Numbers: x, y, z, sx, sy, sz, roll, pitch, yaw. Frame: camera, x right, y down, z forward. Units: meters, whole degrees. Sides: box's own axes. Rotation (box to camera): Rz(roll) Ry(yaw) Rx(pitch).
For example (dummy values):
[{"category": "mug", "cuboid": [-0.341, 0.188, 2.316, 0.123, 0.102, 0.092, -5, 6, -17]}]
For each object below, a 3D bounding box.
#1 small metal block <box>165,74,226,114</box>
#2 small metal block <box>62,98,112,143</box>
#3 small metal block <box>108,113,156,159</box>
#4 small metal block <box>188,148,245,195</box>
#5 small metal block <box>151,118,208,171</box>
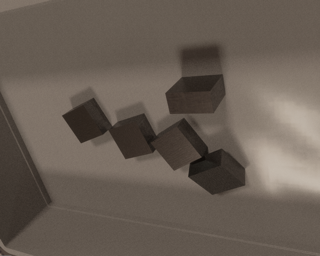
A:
[{"category": "small metal block", "cuboid": [0.041, -0.038, 0.346, 0.050, 0.050, 0.025, 1, 119, 27]}, {"category": "small metal block", "cuboid": [-0.107, -0.010, 0.457, 0.050, 0.025, 0.050, -20, 108, 35]}, {"category": "small metal block", "cuboid": [-0.036, 0.012, 0.433, 0.050, 0.025, 0.050, -16, 110, 34]}, {"category": "small metal block", "cuboid": [0.073, 0.057, 0.394, 0.050, 0.025, 0.050, -27, 126, 37]}, {"category": "small metal block", "cuboid": [0.025, 0.022, 0.408, 0.050, 0.025, 0.050, -33, 100, 38]}]
